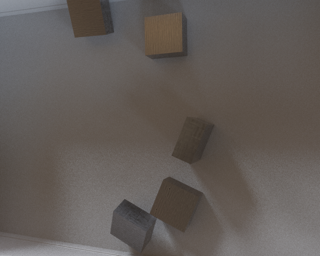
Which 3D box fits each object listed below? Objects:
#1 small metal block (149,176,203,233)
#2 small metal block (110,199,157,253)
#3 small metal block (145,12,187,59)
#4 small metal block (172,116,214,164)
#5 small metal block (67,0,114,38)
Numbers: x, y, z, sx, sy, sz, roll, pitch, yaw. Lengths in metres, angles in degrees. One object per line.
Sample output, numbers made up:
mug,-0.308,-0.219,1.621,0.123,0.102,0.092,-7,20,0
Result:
small metal block,0.021,0.098,0.402,0.050,0.025,0.050,24,98,18
small metal block,-0.036,0.130,0.411,0.050,0.025,0.050,26,129,17
small metal block,0.008,-0.120,0.407,0.050,0.025,0.050,-1,90,19
small metal block,0.042,0.014,0.382,0.025,0.050,0.050,23,98,18
small metal block,-0.097,-0.156,0.434,0.050,0.025,0.050,1,114,19
